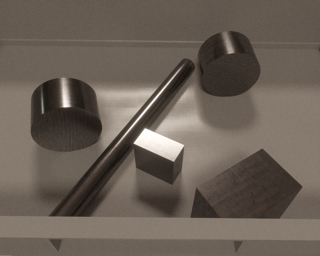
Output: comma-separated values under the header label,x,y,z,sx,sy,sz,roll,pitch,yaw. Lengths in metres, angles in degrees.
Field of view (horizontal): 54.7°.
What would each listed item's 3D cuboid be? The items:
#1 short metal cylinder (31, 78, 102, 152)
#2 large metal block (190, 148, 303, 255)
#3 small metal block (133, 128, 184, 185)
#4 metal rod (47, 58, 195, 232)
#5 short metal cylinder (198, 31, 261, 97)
label,x,y,z,sx,sy,sz,roll,pitch,yaw
short metal cylinder,-0.115,-0.015,0.380,0.081,0.080,0.050,-11,51,-10
large metal block,0.079,0.078,0.305,0.081,0.080,0.050,-26,55,-20
small metal block,-0.001,0.034,0.360,0.050,0.050,0.025,23,54,18
metal rod,-0.031,0.000,0.404,0.025,0.025,0.301,24,54,18
short metal cylinder,0.098,-0.091,0.447,0.081,0.080,0.050,-2,50,-2
